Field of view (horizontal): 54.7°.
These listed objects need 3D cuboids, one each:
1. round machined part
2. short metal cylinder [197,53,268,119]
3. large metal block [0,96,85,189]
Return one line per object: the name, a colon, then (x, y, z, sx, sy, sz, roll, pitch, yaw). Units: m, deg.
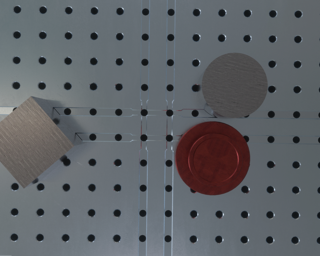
round machined part: (0.069, 0.040, 0.405, 0.099, 0.042, 0.097, 0, 90, 0)
short metal cylinder: (0.091, -0.052, 0.401, 0.081, 0.050, 0.079, 0, 90, 0)
large metal block: (-0.160, 0.017, 0.399, 0.080, 0.050, 0.080, -41, 90, 0)
